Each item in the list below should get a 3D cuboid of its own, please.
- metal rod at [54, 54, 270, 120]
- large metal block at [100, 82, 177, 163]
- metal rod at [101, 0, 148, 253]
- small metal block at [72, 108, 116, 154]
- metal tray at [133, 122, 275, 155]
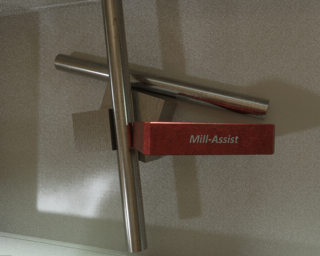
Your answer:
[{"bbox_3d":[-0.011,-0.060,0.413,0.301,0.025,0.025,16,95,18],"label":"metal rod"},{"bbox_3d":[-0.034,-0.008,0.407,0.080,0.050,0.080,19,96,18],"label":"large metal block"},{"bbox_3d":[-0.043,-0.006,0.370,0.025,0.025,0.298,-7,88,19],"label":"metal rod"},{"bbox_3d":[-0.078,0.004,0.382,0.050,0.025,0.050,-7,87,19],"label":"small metal block"},{"bbox_3d":[0.041,0.009,0.331,0.131,0.090,0.030,1,91,-12],"label":"metal tray"}]
